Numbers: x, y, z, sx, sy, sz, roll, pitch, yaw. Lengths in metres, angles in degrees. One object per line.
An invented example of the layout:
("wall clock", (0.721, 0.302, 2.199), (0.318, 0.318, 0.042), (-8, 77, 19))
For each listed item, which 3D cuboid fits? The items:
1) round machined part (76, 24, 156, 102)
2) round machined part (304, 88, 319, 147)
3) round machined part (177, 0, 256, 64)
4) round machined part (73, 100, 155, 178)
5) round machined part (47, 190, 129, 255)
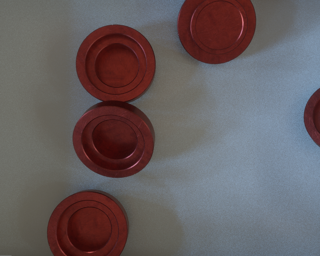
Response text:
("round machined part", (-0.055, -0.079, 0.402), (0.099, 0.042, 0.097), (0, 90, 0))
("round machined part", (0.238, -0.011, 0.389), (0.098, 0.042, 0.098), (-12, 67, 31))
("round machined part", (0.071, -0.129, 0.388), (0.099, 0.042, 0.097), (0, 111, 1))
("round machined part", (-0.055, 0.011, 0.391), (0.099, 0.042, 0.097), (1, 115, 3))
("round machined part", (-0.089, 0.128, 0.399), (0.099, 0.042, 0.097), (0, 85, -1))
